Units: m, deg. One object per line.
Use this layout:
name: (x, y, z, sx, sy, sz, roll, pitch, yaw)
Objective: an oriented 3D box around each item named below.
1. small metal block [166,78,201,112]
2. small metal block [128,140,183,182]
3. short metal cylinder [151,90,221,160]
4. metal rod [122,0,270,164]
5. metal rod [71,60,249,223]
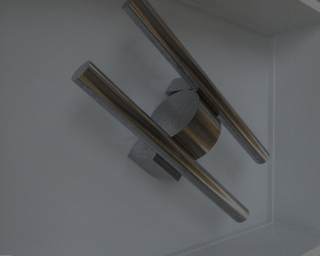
small metal block: (0.045, -0.045, 0.428, 0.050, 0.050, 0.025, 44, 63, -32)
small metal block: (-0.003, 0.041, 0.387, 0.050, 0.050, 0.025, 44, 63, -32)
short metal cylinder: (0.030, -0.003, 0.396, 0.050, 0.080, 0.080, 44, 63, -32)
metal rod: (0.063, -0.043, 0.395, 0.300, 0.025, 0.025, 43, 64, -32)
metal rod: (0.021, 0.035, 0.361, 0.300, 0.025, 0.025, 43, 64, -31)
